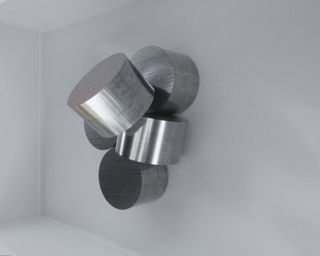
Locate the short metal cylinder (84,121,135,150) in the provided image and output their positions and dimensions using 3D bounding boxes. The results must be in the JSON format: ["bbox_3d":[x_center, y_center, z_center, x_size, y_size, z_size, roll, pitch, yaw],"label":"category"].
[{"bbox_3d":[-0.062,-0.010,0.437,0.080,0.050,0.079,0,90,39],"label":"short metal cylinder"}]

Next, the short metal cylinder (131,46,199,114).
[{"bbox_3d":[0.001,-0.057,0.386,0.080,0.050,0.079,0,90,39],"label":"short metal cylinder"}]

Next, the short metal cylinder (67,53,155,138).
[{"bbox_3d":[-0.053,-0.036,0.339,0.080,0.050,0.080,-29,33,21],"label":"short metal cylinder"}]

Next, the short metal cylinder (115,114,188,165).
[{"bbox_3d":[-0.010,0.008,0.376,0.080,0.081,0.050,17,101,38],"label":"short metal cylinder"}]

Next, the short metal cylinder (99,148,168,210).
[{"bbox_3d":[-0.037,0.064,0.416,0.080,0.050,0.079,0,90,39],"label":"short metal cylinder"}]
